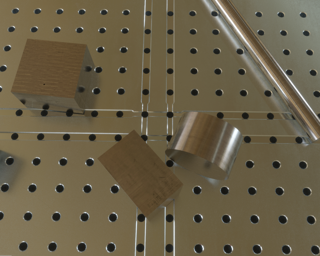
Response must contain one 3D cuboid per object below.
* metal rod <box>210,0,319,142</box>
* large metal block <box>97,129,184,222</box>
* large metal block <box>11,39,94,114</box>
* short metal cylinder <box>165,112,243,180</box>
[{"bbox_3d":[0.143,-0.112,0.453,0.025,0.025,0.299,-26,72,-9],"label":"metal rod"},{"bbox_3d":[-0.021,0.059,0.361,0.050,0.080,0.080,-39,75,-13],"label":"large metal block"},{"bbox_3d":[-0.142,-0.070,0.423,0.080,0.050,0.080,6,70,2],"label":"large metal block"},{"bbox_3d":[0.053,0.023,0.374,0.080,0.080,0.050,23,72,8],"label":"short metal cylinder"}]
